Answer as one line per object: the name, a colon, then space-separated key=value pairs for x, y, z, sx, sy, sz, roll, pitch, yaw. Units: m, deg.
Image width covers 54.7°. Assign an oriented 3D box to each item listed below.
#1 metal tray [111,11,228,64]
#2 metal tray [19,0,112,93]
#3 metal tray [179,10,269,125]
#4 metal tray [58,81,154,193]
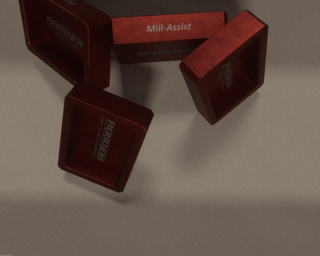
metal tray: x=0.009 y=-0.107 z=0.378 sx=0.131 sy=0.090 sz=0.030 roll=-4 pitch=88 yaw=-1
metal tray: x=-0.110 y=-0.106 z=0.355 sx=0.130 sy=0.089 sz=0.030 roll=37 pitch=49 yaw=25
metal tray: x=0.078 y=-0.061 z=0.360 sx=0.090 sy=0.130 sz=0.030 roll=-39 pitch=65 yaw=0
metal tray: x=-0.069 y=0.017 z=0.367 sx=0.090 sy=0.030 sz=0.129 roll=23 pitch=133 yaw=-1
